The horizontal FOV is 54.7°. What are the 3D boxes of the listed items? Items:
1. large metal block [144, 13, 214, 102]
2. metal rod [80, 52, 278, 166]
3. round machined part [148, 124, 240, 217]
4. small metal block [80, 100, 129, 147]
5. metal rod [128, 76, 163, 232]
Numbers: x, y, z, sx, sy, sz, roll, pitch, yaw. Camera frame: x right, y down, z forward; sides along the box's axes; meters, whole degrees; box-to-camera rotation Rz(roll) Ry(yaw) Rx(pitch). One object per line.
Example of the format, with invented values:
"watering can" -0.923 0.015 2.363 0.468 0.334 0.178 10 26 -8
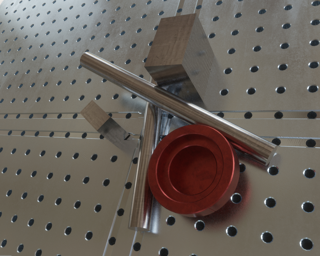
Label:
"large metal block" 0.030 -0.090 0.412 0.050 0.080 0.080 2 63 29
"metal rod" 0.004 -0.037 0.399 0.300 0.025 0.025 30 78 28
"round machined part" 0.040 0.049 0.342 0.098 0.042 0.098 -13 61 25
"small metal block" -0.078 -0.006 0.435 0.025 0.050 0.050 -47 52 -4
"metal rod" -0.009 -0.016 0.421 0.025 0.025 0.299 -8 58 24
